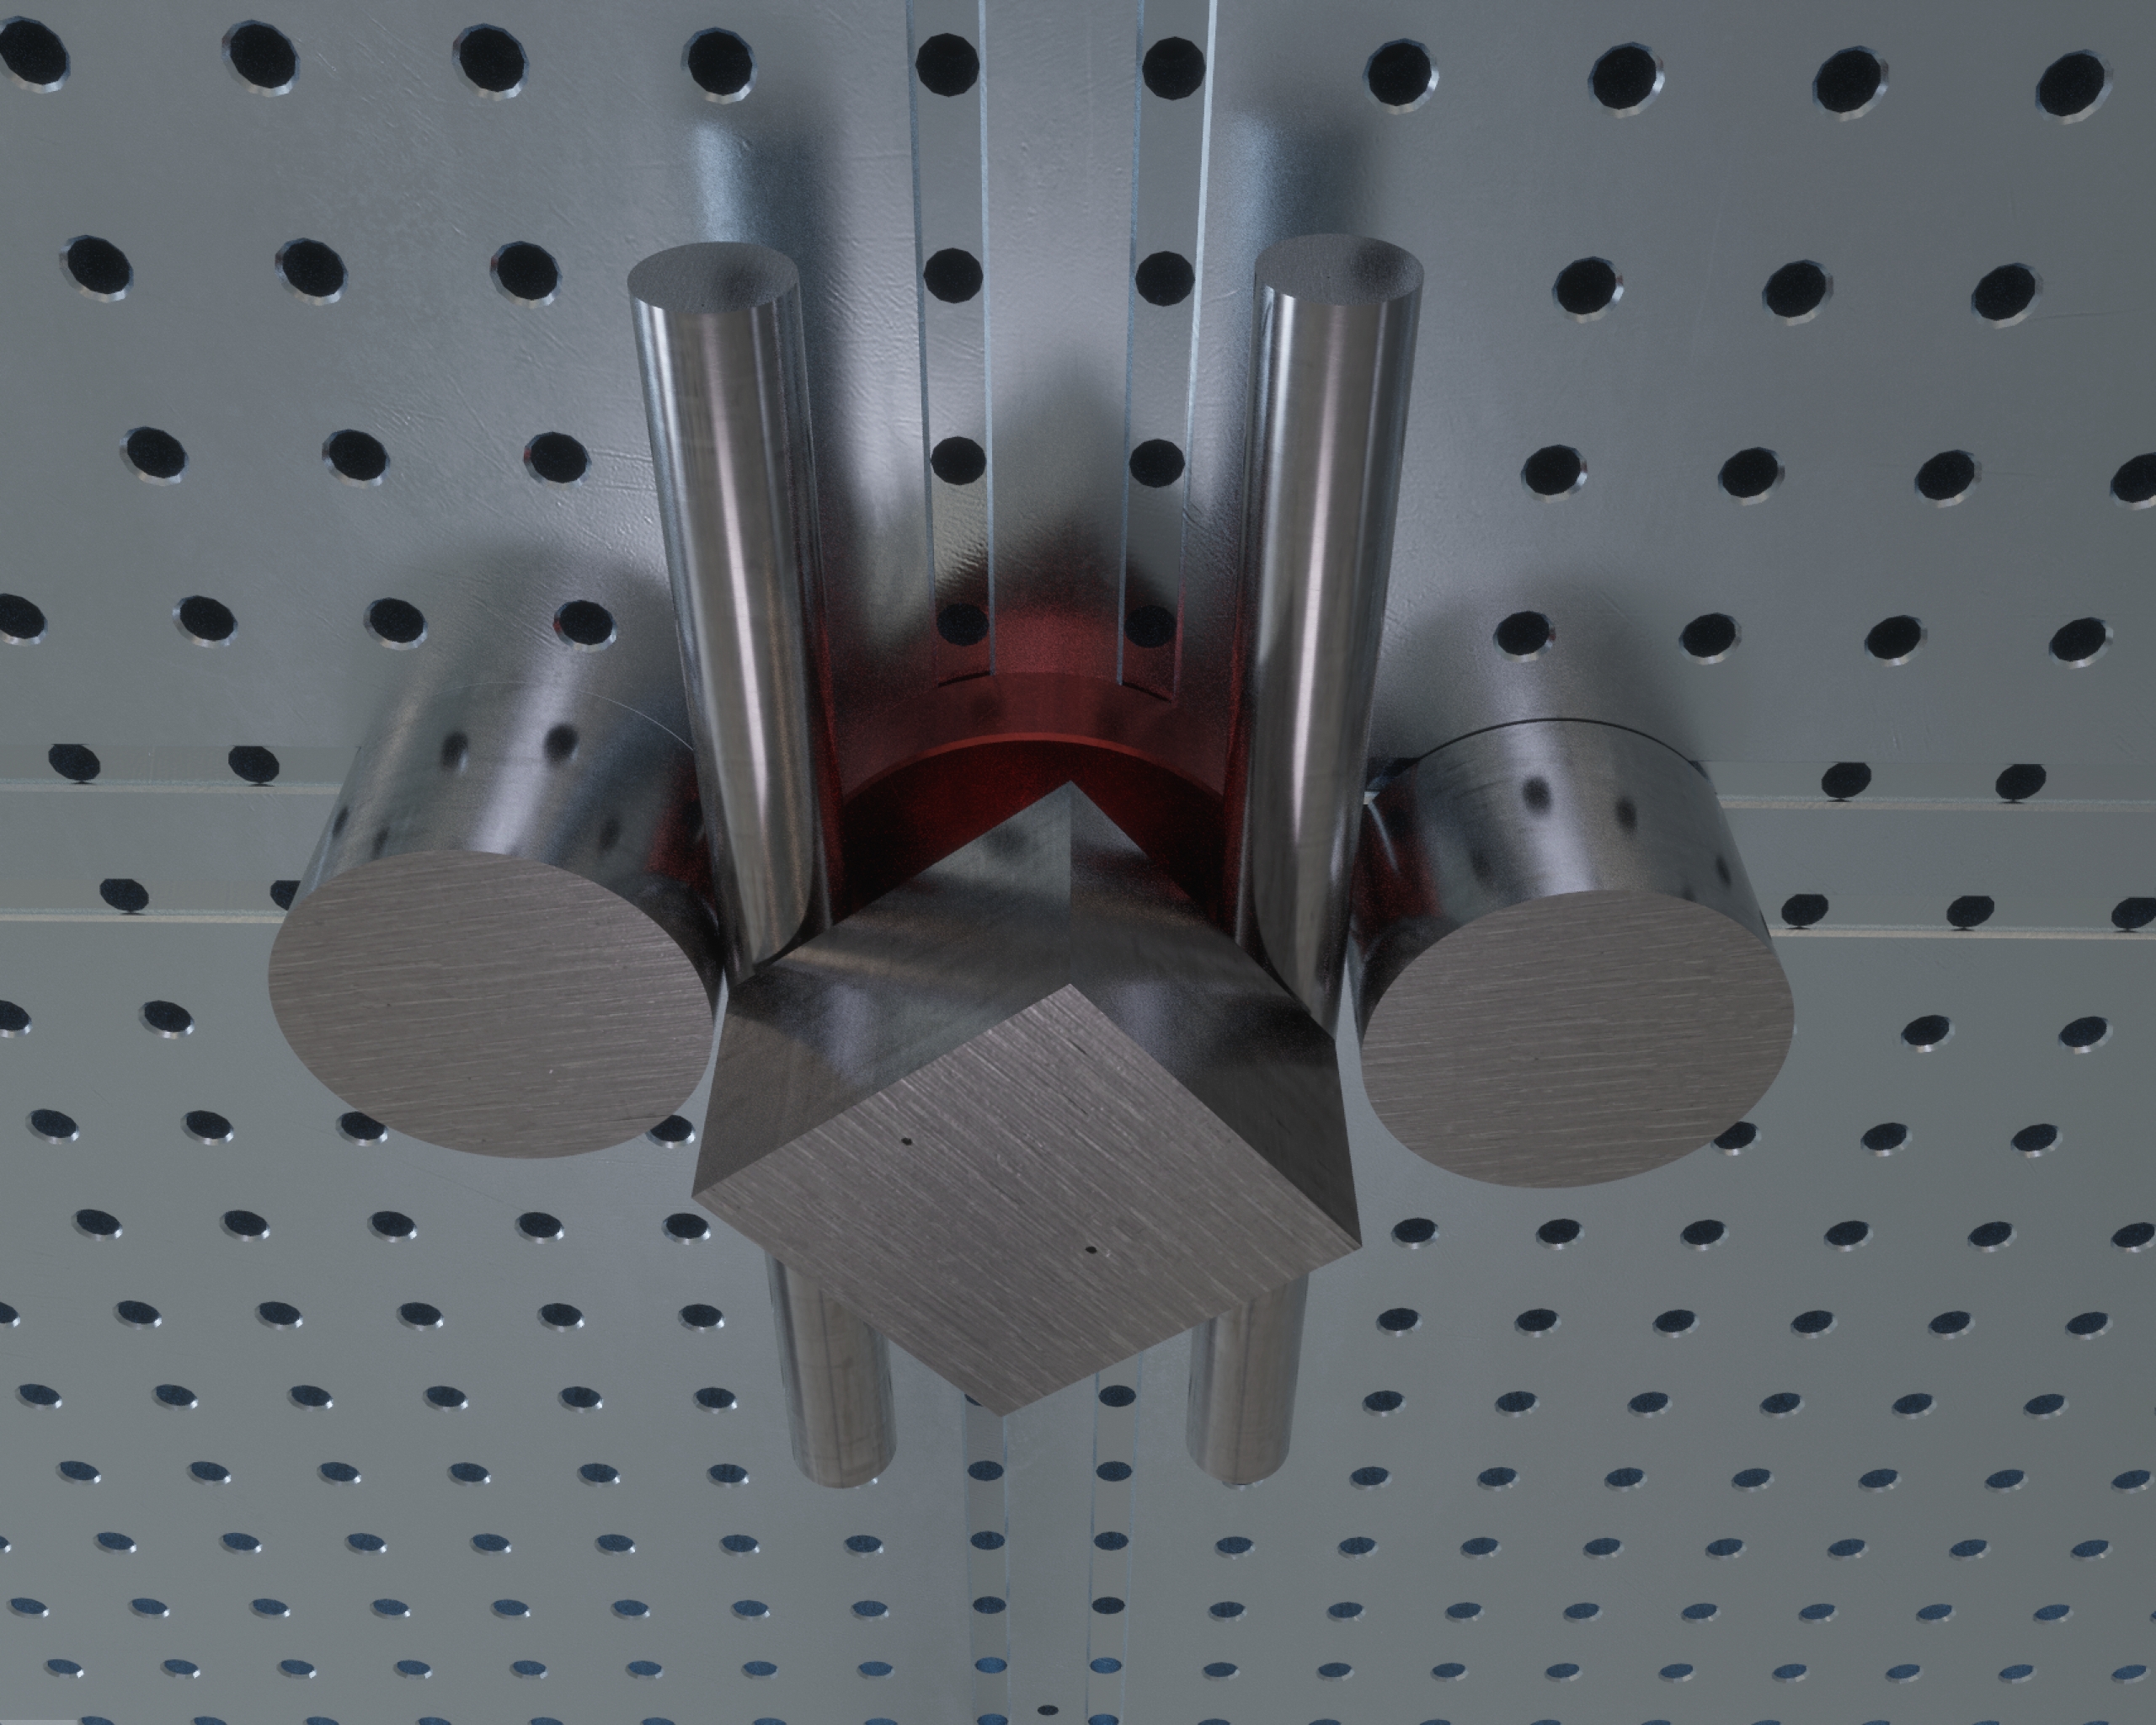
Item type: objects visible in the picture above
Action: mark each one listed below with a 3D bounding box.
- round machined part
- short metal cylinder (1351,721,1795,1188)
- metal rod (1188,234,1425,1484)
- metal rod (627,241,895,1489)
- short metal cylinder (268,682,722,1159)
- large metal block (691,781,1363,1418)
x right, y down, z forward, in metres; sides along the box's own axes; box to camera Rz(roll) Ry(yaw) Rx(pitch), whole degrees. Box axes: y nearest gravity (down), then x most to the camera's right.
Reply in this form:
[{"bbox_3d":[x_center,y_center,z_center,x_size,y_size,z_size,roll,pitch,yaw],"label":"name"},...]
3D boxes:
[{"bbox_3d":[-0.008,0.014,0.413,0.099,0.042,0.097,0,130,0],"label":"round machined part"},{"bbox_3d":[0.094,0.019,0.411,0.081,0.050,0.079,0,130,0],"label":"short metal cylinder"},{"bbox_3d":[0.039,0.025,0.406,0.025,0.025,0.298,0,130,0],"label":"metal rod"},{"bbox_3d":[-0.055,0.027,0.406,0.025,0.025,0.298,0,130,0],"label":"metal rod"},{"bbox_3d":[-0.108,0.012,0.404,0.081,0.050,0.079,0,130,0],"label":"short metal cylinder"},{"bbox_3d":[-0.008,0.045,0.371,0.080,0.050,0.080,-31,124,23],"label":"large metal block"}]
